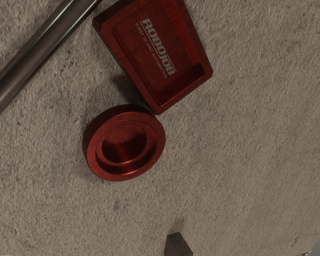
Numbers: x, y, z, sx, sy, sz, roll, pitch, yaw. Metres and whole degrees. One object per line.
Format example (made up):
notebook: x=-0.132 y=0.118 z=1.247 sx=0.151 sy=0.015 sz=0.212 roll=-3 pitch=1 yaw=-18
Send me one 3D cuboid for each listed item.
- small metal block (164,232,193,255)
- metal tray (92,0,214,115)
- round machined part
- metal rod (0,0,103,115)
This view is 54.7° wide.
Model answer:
small metal block: x=0.032 y=0.223 z=0.548 sx=0.025 sy=0.050 sz=0.050 roll=-7 pitch=122 yaw=-25
metal tray: x=-0.002 y=-0.087 z=0.349 sx=0.090 sy=0.030 sz=0.130 roll=-37 pitch=130 yaw=-4
round machined part: x=-0.046 y=0.014 z=0.380 sx=0.099 sy=0.042 sz=0.097 roll=-14 pitch=125 yaw=-20
metal rod: x=-0.166 y=-0.022 z=0.302 sx=0.300 sy=0.025 sz=0.025 roll=-46 pitch=130 yaw=4
